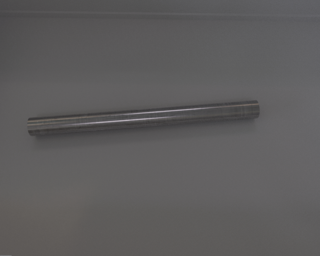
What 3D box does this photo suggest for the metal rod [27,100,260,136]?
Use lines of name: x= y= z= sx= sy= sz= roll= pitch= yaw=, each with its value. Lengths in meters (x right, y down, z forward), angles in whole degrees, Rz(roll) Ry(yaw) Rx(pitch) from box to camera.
metal rod: x=-0.020 y=-0.013 z=0.414 sx=0.302 sy=0.025 sz=0.025 roll=-5 pitch=70 yaw=-2
